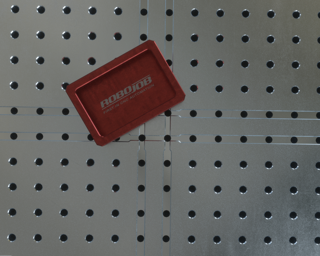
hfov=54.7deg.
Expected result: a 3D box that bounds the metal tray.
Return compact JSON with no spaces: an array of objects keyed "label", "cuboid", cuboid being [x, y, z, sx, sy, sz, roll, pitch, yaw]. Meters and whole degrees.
[{"label":"metal tray","cuboid":[-0.044,-0.045,0.410,0.130,0.030,0.090,-30,90,-1]}]
